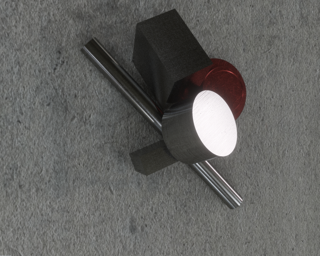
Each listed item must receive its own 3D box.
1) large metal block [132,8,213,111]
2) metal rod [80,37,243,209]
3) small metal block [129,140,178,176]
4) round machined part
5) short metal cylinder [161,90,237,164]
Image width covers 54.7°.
[{"bbox_3d":[0.010,-0.079,0.374,0.050,0.080,0.080,-28,78,-17],"label":"large metal block"},{"bbox_3d":[0.011,0.003,0.416,0.025,0.025,0.300,-47,105,-14],"label":"metal rod"},{"bbox_3d":[-0.007,0.036,0.396,0.050,0.050,0.025,-23,97,-19],"label":"small metal block"},{"bbox_3d":[0.080,-0.049,0.431,0.099,0.042,0.097,0,90,-21],"label":"round machined part"},{"bbox_3d":[0.049,0.000,0.376,0.080,0.050,0.080,18,62,-38],"label":"short metal cylinder"}]
